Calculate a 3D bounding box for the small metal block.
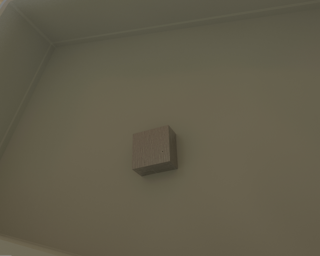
[{"bbox_3d":[-0.007,0.029,0.390,0.050,0.025,0.050,-14,56,19],"label":"small metal block"}]
